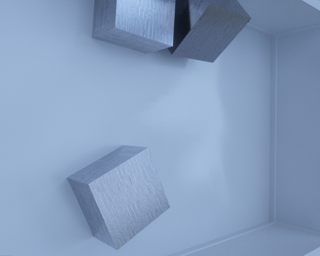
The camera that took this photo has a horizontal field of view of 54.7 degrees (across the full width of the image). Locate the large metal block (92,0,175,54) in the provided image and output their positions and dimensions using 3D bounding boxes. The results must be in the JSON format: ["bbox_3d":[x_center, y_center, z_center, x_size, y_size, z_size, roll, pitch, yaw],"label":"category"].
[{"bbox_3d":[-0.029,-0.140,0.365,0.081,0.050,0.080,5,87,-40],"label":"large metal block"}]

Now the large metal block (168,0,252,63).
[{"bbox_3d":[0.057,-0.137,0.409,0.081,0.080,0.050,-1,55,-40],"label":"large metal block"}]

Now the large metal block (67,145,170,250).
[{"bbox_3d":[-0.045,0.074,0.353,0.081,0.050,0.080,-30,109,-36],"label":"large metal block"}]
